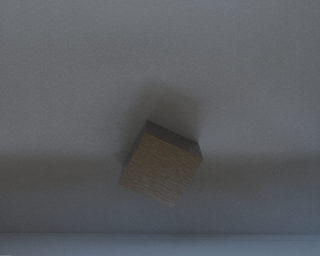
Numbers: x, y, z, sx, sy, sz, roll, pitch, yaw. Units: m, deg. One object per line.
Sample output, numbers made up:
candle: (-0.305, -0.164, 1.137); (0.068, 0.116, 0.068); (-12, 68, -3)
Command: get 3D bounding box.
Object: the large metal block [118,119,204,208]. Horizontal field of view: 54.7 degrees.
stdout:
large metal block: (0.000, 0.047, 0.415); (0.080, 0.050, 0.080); (26, 108, -10)
